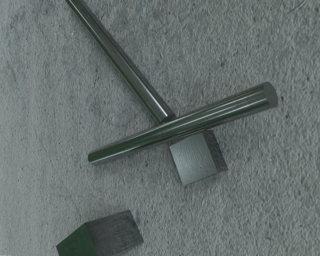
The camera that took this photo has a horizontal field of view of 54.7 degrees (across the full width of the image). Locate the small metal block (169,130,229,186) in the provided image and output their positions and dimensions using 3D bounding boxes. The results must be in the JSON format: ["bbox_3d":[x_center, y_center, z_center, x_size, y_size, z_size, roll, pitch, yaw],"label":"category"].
[{"bbox_3d":[0.045,0.035,0.366,0.050,0.025,0.050,-30,72,35],"label":"small metal block"}]

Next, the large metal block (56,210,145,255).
[{"bbox_3d":[-0.084,0.163,0.436,0.080,0.081,0.050,-42,65,31],"label":"large metal block"}]

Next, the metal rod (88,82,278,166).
[{"bbox_3d":[-0.001,0.008,0.384,0.299,0.025,0.025,-21,77,43],"label":"metal rod"}]

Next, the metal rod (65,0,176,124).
[{"bbox_3d":[-0.071,-0.116,0.460,0.025,0.025,0.300,-52,60,27],"label":"metal rod"}]
